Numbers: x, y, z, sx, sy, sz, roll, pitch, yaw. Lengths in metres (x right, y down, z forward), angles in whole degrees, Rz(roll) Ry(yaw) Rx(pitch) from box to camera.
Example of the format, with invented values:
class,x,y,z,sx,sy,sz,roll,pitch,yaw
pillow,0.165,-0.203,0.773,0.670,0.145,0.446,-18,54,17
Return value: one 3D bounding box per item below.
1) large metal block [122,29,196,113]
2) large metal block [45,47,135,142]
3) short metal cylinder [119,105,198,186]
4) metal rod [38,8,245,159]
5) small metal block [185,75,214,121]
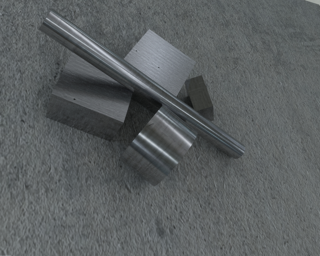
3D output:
class,x,y,z,sx,sy,sz,roll,pitch,yaw
large metal block,-0.008,-0.076,0.428,0.080,0.050,0.080,34,51,-6
large metal block,-0.079,-0.041,0.371,0.080,0.050,0.080,23,53,-15
short metal cylinder,-0.002,0.020,0.356,0.050,0.080,0.080,40,51,-2
metal rod,0.000,-0.037,0.375,0.301,0.025,0.025,32,50,-28
small metal block,0.056,-0.038,0.440,0.025,0.050,0.050,-17,67,4
